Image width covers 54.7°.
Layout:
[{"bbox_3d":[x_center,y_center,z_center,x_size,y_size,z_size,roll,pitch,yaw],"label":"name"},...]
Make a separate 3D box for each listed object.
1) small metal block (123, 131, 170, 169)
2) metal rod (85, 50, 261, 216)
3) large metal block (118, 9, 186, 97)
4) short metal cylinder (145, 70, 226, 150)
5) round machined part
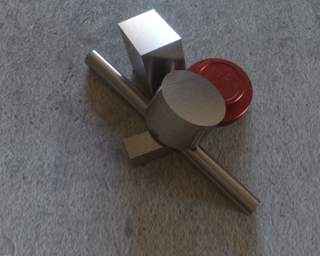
[{"bbox_3d":[-0.016,0.025,0.387,0.050,0.050,0.025,-20,71,-8],"label":"small metal block"},{"bbox_3d":[0.008,-0.002,0.411,0.300,0.025,0.025,43,75,14],"label":"metal rod"},{"bbox_3d":[-0.007,-0.093,0.403,0.050,0.080,0.080,-26,50,-8],"label":"large metal block"},{"bbox_3d":[0.029,-0.021,0.365,0.081,0.050,0.080,14,51,-18],"label":"short metal cylinder"},{"bbox_3d":[0.077,-0.054,0.420,0.099,0.042,0.098,0,70,-1],"label":"round machined part"}]
